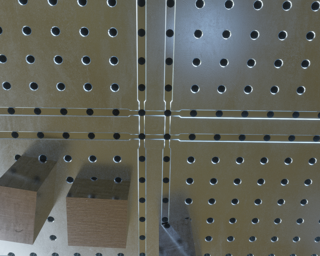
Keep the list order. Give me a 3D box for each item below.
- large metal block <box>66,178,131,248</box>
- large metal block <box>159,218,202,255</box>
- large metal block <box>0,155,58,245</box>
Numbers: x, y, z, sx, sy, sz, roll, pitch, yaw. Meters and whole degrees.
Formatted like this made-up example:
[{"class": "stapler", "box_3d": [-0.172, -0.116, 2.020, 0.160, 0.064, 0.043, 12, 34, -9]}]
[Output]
[{"class": "large metal block", "box_3d": [-0.086, 0.121, 0.444, 0.081, 0.050, 0.079, 3, 110, -2]}, {"class": "large metal block", "box_3d": [0.034, 0.195, 0.457, 0.050, 0.080, 0.080, -15, 110, 5]}, {"class": "large metal block", "box_3d": [-0.179, 0.094, 0.416, 0.050, 0.080, 0.079, 11, 110, -4]}]
